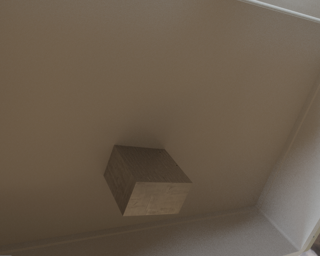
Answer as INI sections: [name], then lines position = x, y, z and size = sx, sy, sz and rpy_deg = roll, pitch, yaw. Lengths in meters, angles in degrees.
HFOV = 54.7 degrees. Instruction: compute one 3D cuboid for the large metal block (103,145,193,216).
[large metal block]
position = -0.018, 0.067, 0.406
size = 0.081, 0.080, 0.050
rpy_deg = 8, 115, -32
